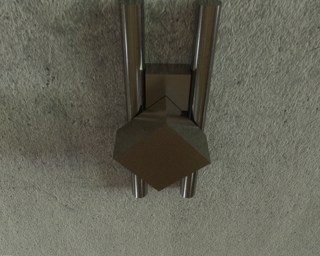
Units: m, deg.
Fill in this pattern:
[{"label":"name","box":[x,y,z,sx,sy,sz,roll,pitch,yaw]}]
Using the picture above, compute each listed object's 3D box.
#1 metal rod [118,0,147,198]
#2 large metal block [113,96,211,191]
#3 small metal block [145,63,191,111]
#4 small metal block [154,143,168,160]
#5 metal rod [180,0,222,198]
[{"label":"metal rod","box":[-0.030,-0.011,0.400,0.025,0.025,0.298,0,130,-1]},{"label":"large metal block","box":[0.003,0.022,0.375,0.080,0.050,0.080,-33,123,25]},{"label":"small metal block","box":[0.009,-0.048,0.366,0.050,0.025,0.050,0,130,-1]},{"label":"small metal block","box":[0.007,0.040,0.441,0.050,0.025,0.050,0,130,-1]},{"label":"metal rod","box":[0.046,-0.011,0.401,0.025,0.025,0.298,0,130,-1]}]
